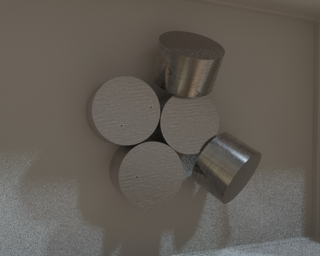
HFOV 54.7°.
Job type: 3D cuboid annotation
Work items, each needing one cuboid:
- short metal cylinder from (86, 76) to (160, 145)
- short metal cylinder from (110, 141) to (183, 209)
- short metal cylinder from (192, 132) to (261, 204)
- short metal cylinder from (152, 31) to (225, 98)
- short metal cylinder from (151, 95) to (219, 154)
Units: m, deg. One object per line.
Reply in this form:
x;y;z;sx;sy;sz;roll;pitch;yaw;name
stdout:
-0.046;-0.020;0.379;0.081;0.050;0.079;0;90;-21;short metal cylinder
-0.018;0.055;0.390;0.081;0.050;0.079;0;90;-21;short metal cylinder
0.088;0.052;0.408;0.080;0.050;0.080;-35;145;-29;short metal cylinder
0.034;-0.081;0.386;0.081;0.080;0.050;-3;130;-20;short metal cylinder
0.029;-0.007;0.407;0.081;0.050;0.079;0;90;-21;short metal cylinder
